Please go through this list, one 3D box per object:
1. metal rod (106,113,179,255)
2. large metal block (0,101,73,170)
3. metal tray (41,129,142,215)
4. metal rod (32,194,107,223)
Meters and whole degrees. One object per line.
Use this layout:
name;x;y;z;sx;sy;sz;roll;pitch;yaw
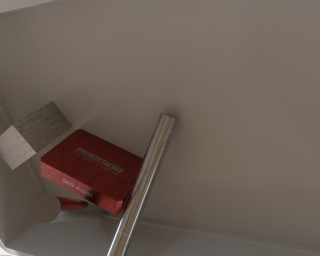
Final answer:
metal rod;-0.040;0.123;0.413;0.025;0.025;0.298;23;98;14
large metal block;-0.198;0.011;0.482;0.080;0.080;0.050;-28;103;37
metal tray;-0.092;0.058;0.449;0.130;0.090;0.030;24;127;13
metal rod;-0.104;0.110;0.416;0.025;0.025;0.299;32;166;7
